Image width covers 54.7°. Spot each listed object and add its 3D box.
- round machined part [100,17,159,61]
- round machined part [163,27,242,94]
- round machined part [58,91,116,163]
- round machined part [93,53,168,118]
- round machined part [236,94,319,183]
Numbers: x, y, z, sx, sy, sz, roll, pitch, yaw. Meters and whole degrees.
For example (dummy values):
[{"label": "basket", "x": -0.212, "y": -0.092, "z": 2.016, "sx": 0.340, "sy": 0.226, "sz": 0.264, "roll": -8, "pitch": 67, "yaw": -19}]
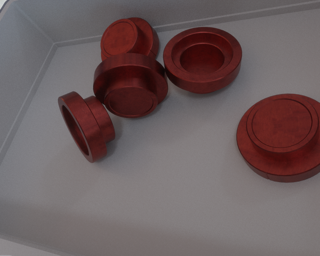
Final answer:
[{"label": "round machined part", "x": -0.054, "y": -0.132, "z": 0.491, "sx": 0.098, "sy": 0.042, "sz": 0.098, "roll": -8, "pitch": 72, "yaw": 25}, {"label": "round machined part", "x": 0.055, "y": -0.083, "z": 0.406, "sx": 0.099, "sy": 0.042, "sz": 0.098, "roll": -3, "pitch": 57, "yaw": 6}, {"label": "round machined part", "x": -0.095, "y": -0.005, "z": 0.420, "sx": 0.042, "sy": 0.097, "sz": 0.098, "roll": -28, "pitch": 47, "yaw": -23}, {"label": "round machined part", "x": -0.038, "y": -0.048, "z": 0.409, "sx": 0.098, "sy": 0.098, "sz": 0.042, "roll": -17, "pitch": 55, "yaw": 19}, {"label": "round machined part", "x": 0.129, "y": 0.004, "z": 0.325, "sx": 0.098, "sy": 0.042, "sz": 0.098, "roll": -13, "pitch": 56, "yaw": 21}]
